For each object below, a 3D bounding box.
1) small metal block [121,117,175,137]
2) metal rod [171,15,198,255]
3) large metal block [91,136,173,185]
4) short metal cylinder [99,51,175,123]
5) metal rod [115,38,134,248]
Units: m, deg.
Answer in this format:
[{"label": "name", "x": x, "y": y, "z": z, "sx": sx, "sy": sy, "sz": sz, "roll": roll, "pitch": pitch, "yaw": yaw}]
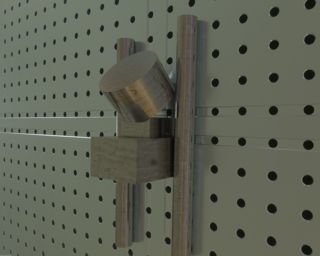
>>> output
[{"label": "small metal block", "x": -0.016, "y": -0.001, "z": 0.406, "sx": 0.050, "sy": 0.050, "sz": 0.025, "roll": 2, "pitch": 92, "yaw": 39}, {"label": "metal rod", "x": 0.030, "y": 0.013, "z": 0.384, "sx": 0.025, "sy": 0.025, "sz": 0.298, "roll": 2, "pitch": 92, "yaw": 40}, {"label": "large metal block", "x": -0.031, "y": 0.036, "z": 0.396, "sx": 0.080, "sy": 0.081, "sz": 0.050, "roll": 1, "pitch": 91, "yaw": 40}, {"label": "short metal cylinder", "x": -0.028, "y": -0.052, "z": 0.388, "sx": 0.080, "sy": 0.050, "sz": 0.080, "roll": -21, "pitch": 36, "yaw": 16}, {"label": "metal rod", "x": -0.051, "y": 0.021, "z": 0.452, "sx": 0.025, "sy": 0.025, "sz": 0.298, "roll": 1, "pitch": 91, "yaw": 40}]
